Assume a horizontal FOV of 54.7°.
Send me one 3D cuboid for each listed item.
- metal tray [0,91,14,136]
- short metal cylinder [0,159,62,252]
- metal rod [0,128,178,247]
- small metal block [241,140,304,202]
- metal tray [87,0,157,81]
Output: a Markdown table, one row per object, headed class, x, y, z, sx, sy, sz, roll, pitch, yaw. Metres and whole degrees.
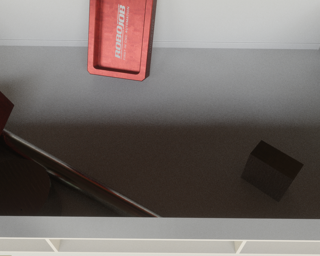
| class | x | y | z | sx | sy | sz | roll | pitch | yaw |
| --- | --- | --- | --- | --- | --- | --- | --- | --- | --- |
| metal tray | -0.239 | 0.016 | 0.367 | 0.090 | 0.030 | 0.130 | -11 | 48 | 15 |
| short metal cylinder | -0.149 | 0.079 | 0.321 | 0.081 | 0.050 | 0.080 | 0 | 50 | 0 |
| metal rod | -0.118 | 0.050 | 0.361 | 0.301 | 0.025 | 0.025 | 24 | 54 | 18 |
| small metal block | 0.124 | 0.049 | 0.349 | 0.050 | 0.050 | 0.025 | 33 | 58 | 24 |
| metal tray | -0.057 | -0.140 | 0.456 | 0.090 | 0.129 | 0.030 | 9 | 19 | 7 |
